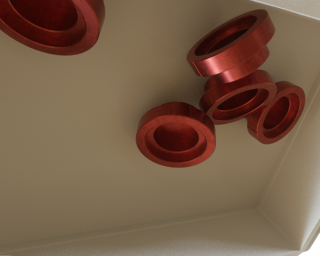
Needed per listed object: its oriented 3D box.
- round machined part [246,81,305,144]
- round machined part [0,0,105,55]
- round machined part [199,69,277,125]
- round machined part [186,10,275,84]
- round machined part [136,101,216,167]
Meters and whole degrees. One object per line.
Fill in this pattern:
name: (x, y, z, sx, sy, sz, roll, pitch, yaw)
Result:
round machined part: (0.169, -0.027, 0.472, 0.099, 0.042, 0.097, -19, 129, -25)
round machined part: (-0.094, -0.108, 0.257, 0.098, 0.098, 0.042, 33, 55, -39)
round machined part: (0.097, -0.047, 0.406, 0.099, 0.042, 0.098, -16, 156, -7)
round machined part: (0.083, -0.087, 0.350, 0.098, 0.098, 0.042, -38, 113, -3)
round machined part: (0.021, 0.005, 0.395, 0.099, 0.042, 0.097, 4, 136, 4)
